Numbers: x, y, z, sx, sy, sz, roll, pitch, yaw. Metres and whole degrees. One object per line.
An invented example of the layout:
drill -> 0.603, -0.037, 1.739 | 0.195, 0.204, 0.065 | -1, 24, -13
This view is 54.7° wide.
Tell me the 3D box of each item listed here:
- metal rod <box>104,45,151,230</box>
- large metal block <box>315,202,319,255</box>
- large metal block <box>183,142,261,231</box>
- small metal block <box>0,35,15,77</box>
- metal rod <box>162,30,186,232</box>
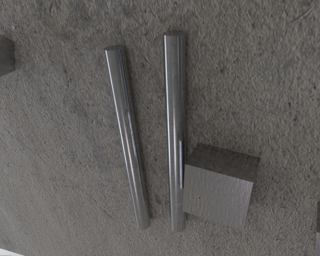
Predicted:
metal rod -> -0.042, 0.032, 0.448 | 0.025, 0.025, 0.298 | 8, 122, 24
large metal block -> 0.225, 0.139, 0.358 | 0.080, 0.050, 0.080 | 2, 120, 27
large metal block -> 0.077, 0.073, 0.396 | 0.080, 0.050, 0.079 | 13, 124, 20
small metal block -> -0.243, -0.103, 0.455 | 0.025, 0.050, 0.050 | 27, 128, 11
metal rod -> 0.022, 0.026, 0.411 | 0.025, 0.025, 0.298 | 11, 123, 22
